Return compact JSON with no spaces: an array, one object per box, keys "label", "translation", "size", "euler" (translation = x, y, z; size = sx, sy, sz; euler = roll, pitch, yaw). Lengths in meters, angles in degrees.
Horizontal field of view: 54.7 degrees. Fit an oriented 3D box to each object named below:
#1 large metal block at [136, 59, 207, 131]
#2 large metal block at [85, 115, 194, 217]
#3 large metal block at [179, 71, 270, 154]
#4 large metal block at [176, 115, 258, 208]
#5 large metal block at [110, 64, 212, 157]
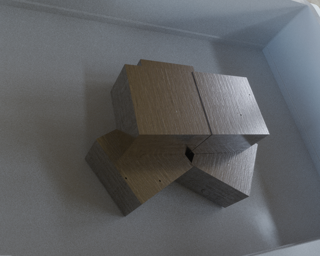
[{"label":"large metal block","translation":[0.008,-0.041,0.417],"size":[0.081,0.050,0.080],"euler":[1,61,-28]},{"label":"large metal block","translation":[-0.024,0.039,0.351],"size":[0.081,0.050,0.080],"euler":[-29,78,-37]},{"label":"large metal block","translation":[0.070,-0.017,0.369],"size":[0.081,0.050,0.080],"euler":[1,62,-28]},{"label":"large metal block","translation":[0.072,0.043,0.399],"size":[0.080,0.050,0.080],"euler":[30,52,-9]},{"label":"large metal block","translation":[-0.002,-0.017,0.333],"size":[0.081,0.050,0.080],"euler":[1,62,-28]}]
